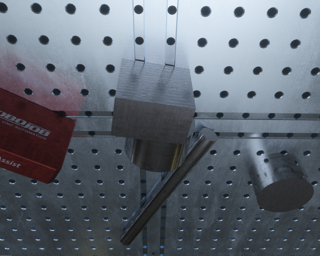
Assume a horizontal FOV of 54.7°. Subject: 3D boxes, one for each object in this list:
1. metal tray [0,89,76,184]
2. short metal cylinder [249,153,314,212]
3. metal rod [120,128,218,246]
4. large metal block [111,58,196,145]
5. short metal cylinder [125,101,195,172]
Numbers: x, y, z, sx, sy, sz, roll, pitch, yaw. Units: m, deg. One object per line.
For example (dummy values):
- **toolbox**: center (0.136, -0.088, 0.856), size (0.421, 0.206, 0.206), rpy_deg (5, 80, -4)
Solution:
- **metal tray**: center (-0.176, 0.003, 0.369), size (0.131, 0.090, 0.030), rpy_deg (26, 125, -21)
- **short metal cylinder**: center (0.182, 0.083, 0.469), size (0.081, 0.050, 0.079), rpy_deg (0, 130, 0)
- **metal rod**: center (0.001, 0.111, 0.506), size (0.025, 0.025, 0.298), rpy_deg (21, 127, -17)
- **large metal block**: center (-0.009, -0.031, 0.349), size (0.081, 0.080, 0.050), rpy_deg (8, 130, -7)
- **short metal cylinder**: center (-0.001, 0.008, 0.383), size (0.081, 0.080, 0.050), rpy_deg (7, 130, -6)
